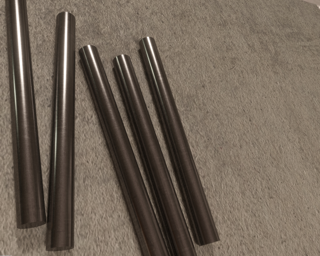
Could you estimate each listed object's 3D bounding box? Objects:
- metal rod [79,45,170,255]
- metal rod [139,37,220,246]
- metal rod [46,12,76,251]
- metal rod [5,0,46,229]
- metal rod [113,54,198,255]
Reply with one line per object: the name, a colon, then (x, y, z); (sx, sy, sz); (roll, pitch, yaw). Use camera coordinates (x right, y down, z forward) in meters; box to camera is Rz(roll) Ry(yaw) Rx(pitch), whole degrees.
metal rod: (-0.045, 0.028, 0.363); (0.025, 0.025, 0.299); (-8, 66, -32)
metal rod: (0.018, 0.001, 0.414); (0.025, 0.025, 0.299); (-2, 63, -30)
metal rod: (-0.111, -0.019, 0.356); (0.025, 0.025, 0.299); (7, 59, -25)
metal rod: (-0.154, -0.042, 0.346); (0.025, 0.025, 0.299); (-1, 62, -29)
metal rod: (-0.008, 0.036, 0.378); (0.025, 0.025, 0.299); (-5, 64, -31)
